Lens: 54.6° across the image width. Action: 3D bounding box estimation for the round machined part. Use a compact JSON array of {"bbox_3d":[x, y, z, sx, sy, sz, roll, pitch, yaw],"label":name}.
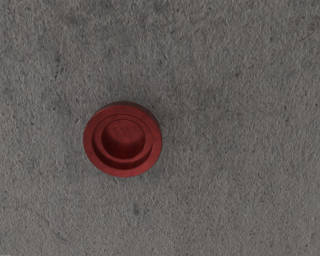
[{"bbox_3d":[-0.046,0.012,0.405,0.099,0.042,0.097,0,110,0],"label":"round machined part"}]
